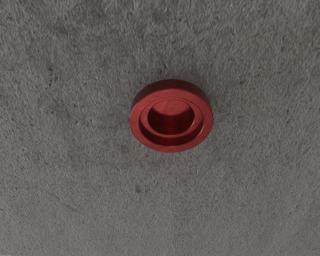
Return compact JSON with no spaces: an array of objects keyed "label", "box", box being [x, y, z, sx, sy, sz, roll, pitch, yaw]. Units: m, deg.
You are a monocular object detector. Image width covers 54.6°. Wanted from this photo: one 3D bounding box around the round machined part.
[{"label":"round machined part","box":[0.014,-0.019,0.380,0.099,0.042,0.097,0,130,0]}]
